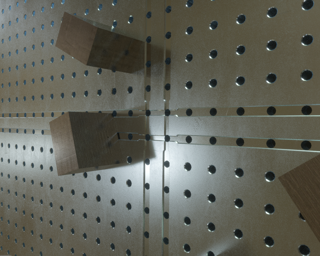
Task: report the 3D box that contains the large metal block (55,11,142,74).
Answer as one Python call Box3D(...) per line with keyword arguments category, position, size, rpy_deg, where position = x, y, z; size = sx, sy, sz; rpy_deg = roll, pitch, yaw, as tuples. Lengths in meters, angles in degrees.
Box3D(category="large metal block", position=(-0.088, -0.121, 0.443), size=(0.080, 0.081, 0.050), rpy_deg=(34, 111, 34))

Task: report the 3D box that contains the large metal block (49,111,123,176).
Box3D(category="large metal block", position=(-0.109, 0.022, 0.461), size=(0.050, 0.081, 0.080), rpy_deg=(-21, 77, 38))

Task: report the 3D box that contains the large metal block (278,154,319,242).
Box3D(category="large metal block", position=(0.163, 0.055, 0.258), size=(0.080, 0.050, 0.080), rpy_deg=(-41, 65, 32))
